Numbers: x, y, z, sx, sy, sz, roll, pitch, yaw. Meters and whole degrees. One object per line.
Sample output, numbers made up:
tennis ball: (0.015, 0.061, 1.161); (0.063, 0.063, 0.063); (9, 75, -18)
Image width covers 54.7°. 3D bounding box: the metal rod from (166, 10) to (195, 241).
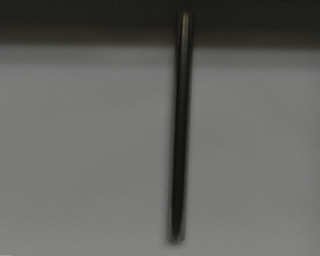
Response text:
metal rod: (0.027, -0.003, 0.411); (0.025, 0.025, 0.298); (2, 90, -1)
